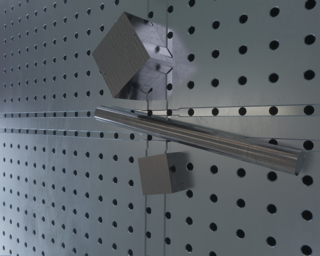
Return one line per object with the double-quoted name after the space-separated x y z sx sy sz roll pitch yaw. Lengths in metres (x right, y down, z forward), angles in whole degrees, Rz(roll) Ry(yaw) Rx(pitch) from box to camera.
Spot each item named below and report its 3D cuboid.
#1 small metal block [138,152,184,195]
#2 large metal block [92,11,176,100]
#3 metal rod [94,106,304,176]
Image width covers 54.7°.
0.001 0.061 0.409 0.050 0.025 0.050 -14 81 39 "small metal block"
-0.038 -0.095 0.425 0.080 0.050 0.080 -42 65 32 "large metal block"
0.021 0.006 0.392 0.300 0.025 0.025 14 99 39 "metal rod"
